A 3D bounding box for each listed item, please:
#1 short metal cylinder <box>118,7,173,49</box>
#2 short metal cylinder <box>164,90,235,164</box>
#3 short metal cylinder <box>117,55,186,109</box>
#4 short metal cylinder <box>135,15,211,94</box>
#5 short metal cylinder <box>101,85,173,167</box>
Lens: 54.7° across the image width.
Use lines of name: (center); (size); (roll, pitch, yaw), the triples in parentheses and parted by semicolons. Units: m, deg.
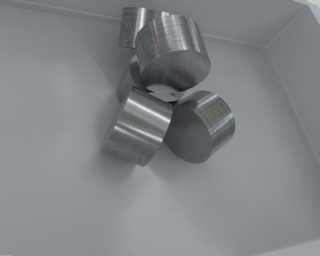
short metal cylinder: (-0.015, -0.133, 0.433); (0.081, 0.080, 0.050); (4, 103, -26)
short metal cylinder: (0.047, -0.002, 0.395); (0.050, 0.080, 0.080); (-33, 80, -37)
short metal cylinder: (-0.011, -0.056, 0.414); (0.081, 0.050, 0.080); (14, 56, -21)
short metal cylinder: (0.014, -0.083, 0.362); (0.081, 0.080, 0.050); (3, 61, -27)
short metal cylinder: (-0.027, -0.002, 0.355); (0.050, 0.080, 0.080); (26, 53, -12)
